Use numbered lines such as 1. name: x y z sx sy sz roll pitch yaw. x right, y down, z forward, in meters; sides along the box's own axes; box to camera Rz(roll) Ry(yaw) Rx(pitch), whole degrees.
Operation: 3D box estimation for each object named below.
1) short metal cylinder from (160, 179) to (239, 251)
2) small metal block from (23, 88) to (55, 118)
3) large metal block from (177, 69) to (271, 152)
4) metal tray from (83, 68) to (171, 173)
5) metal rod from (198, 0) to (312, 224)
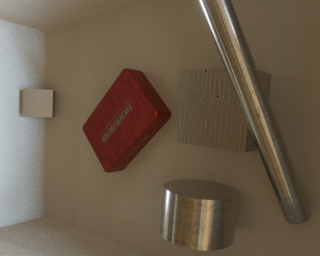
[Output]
1. short metal cylinder: 0.042 0.090 0.335 0.080 0.081 0.050 8 95 39
2. small metal block: -0.221 -0.045 0.566 0.025 0.050 0.050 -166 79 -79
3. large metal block: 0.068 -0.020 0.333 0.080 0.050 0.079 6 94 39
4. metal tray: -0.053 -0.009 0.445 0.129 0.030 0.090 -48 62 29
5. metal rod: 0.072 -0.048 0.269 0.025 0.025 0.299 -16 104 39
